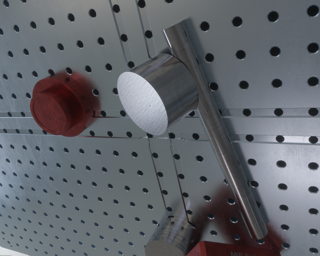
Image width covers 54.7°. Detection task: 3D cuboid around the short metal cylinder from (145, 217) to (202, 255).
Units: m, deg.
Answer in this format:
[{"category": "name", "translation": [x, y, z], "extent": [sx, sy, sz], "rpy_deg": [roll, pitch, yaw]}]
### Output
[{"category": "short metal cylinder", "translation": [0.023, 0.193, 0.503], "extent": [0.080, 0.050, 0.079], "rpy_deg": [13, 124, 21]}]

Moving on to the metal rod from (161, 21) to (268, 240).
[{"category": "metal rod", "translation": [0.075, 0.017, 0.382], "extent": [0.025, 0.025, 0.299], "rpy_deg": [-13, 112, 33]}]

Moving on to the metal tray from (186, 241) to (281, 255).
[{"category": "metal tray", "translation": [0.098, 0.202, 0.442], "extent": [0.131, 0.030, 0.089], "rpy_deg": [14, 131, -17]}]

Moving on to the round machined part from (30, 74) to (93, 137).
[{"category": "round machined part", "translation": [-0.153, -0.028, 0.464], "extent": [0.098, 0.042, 0.097], "rpy_deg": [13, 124, 21]}]

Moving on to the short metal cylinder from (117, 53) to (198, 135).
[{"category": "short metal cylinder", "translation": [-0.003, -0.038, 0.356], "extent": [0.080, 0.050, 0.080], "rpy_deg": [34, 145, 29]}]
